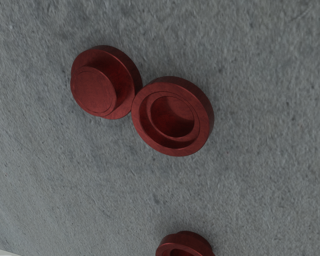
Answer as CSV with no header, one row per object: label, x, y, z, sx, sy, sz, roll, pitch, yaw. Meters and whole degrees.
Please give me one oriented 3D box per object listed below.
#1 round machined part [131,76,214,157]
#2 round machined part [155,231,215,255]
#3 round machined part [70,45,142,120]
round machined part,0.018,-0.017,0.374,0.098,0.042,0.097,13,124,20
round machined part,0.046,0.205,0.497,0.098,0.042,0.097,13,124,20
round machined part,-0.076,-0.054,0.401,0.098,0.042,0.097,13,124,20
